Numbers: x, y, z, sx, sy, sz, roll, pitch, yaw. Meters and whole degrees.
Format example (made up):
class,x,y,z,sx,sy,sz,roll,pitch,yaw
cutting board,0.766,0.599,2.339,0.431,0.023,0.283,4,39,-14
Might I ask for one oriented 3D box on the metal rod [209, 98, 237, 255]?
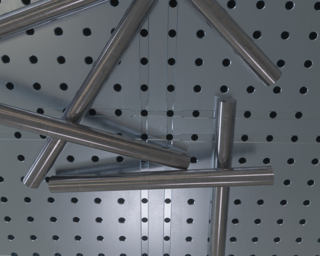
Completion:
class,x,y,z,sx,sy,sz,roll,pitch,yaw
metal rod,0.088,0.104,0.452,0.025,0.025,0.298,-1,110,0

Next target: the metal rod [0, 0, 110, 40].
class,x,y,z,sx,sy,sz,roll,pitch,yaw
metal rod,-0.152,-0.128,0.359,0.301,0.025,0.025,-17,109,8

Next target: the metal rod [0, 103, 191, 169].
class,x,y,z,sx,sy,sz,roll,pitch,yaw
metal rod,-0.103,0.008,0.390,0.302,0.025,0.025,16,110,-16

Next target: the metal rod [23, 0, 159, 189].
class,x,y,z,sx,sy,sz,roll,pitch,yaw
metal rod,-0.097,-0.038,0.398,0.025,0.025,0.299,33,107,-11

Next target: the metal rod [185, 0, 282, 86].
class,x,y,z,sx,sy,sz,roll,pitch,yaw
metal rod,0.035,-0.159,0.354,0.300,0.025,0.025,42,105,-14

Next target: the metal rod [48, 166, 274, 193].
class,x,y,z,sx,sy,sz,roll,pitch,yaw
metal rod,-0.004,0.071,0.422,0.301,0.025,0.025,-4,110,8
